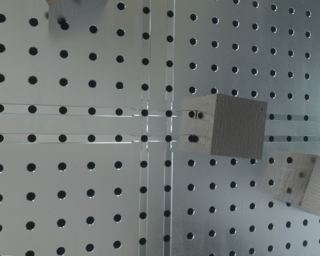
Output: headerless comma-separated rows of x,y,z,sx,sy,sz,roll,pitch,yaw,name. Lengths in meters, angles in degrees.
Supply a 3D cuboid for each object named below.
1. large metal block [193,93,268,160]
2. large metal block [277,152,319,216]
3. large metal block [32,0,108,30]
0.098,-0.001,0.435,0.081,0.050,0.080,7,88,-20,large metal block
0.245,0.092,0.489,0.080,0.050,0.080,25,82,-18,large metal block
-0.101,-0.160,0.346,0.080,0.080,0.050,-31,101,-17,large metal block
